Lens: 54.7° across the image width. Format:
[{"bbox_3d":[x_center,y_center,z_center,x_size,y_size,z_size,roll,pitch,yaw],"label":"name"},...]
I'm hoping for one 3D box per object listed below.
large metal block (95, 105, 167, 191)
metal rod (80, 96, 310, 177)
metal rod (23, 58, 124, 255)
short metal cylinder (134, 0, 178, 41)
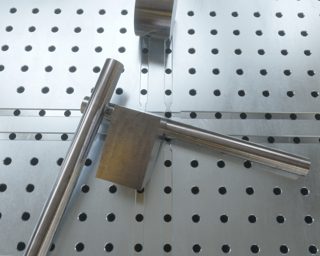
[{"bbox_3d":[-0.029,0.019,0.362,0.050,0.080,0.080,16,93,5],"label":"large metal block"},{"bbox_3d":[0.042,0.009,0.408,0.301,0.025,0.025,16,71,5],"label":"metal rod"},{"bbox_3d":[-0.108,0.052,0.374,0.025,0.025,0.299,18,77,6],"label":"metal rod"},{"bbox_3d":[-0.004,-0.169,0.444,0.050,0.080,0.080,10,70,3],"label":"short metal cylinder"}]
